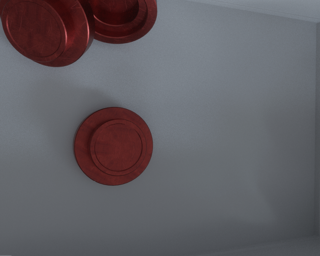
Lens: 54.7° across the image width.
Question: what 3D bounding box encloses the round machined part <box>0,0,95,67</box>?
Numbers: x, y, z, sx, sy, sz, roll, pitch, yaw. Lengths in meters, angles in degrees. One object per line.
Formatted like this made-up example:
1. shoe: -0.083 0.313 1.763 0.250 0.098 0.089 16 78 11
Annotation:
1. round machined part: -0.123 -0.109 0.326 0.098 0.042 0.097 5 126 8

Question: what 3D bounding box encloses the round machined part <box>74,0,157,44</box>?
1. round machined part: -0.053 -0.148 0.359 0.099 0.097 0.042 10 57 -20

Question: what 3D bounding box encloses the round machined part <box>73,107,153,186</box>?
1. round machined part: -0.055 0.023 0.381 0.099 0.042 0.097 0 90 -20
